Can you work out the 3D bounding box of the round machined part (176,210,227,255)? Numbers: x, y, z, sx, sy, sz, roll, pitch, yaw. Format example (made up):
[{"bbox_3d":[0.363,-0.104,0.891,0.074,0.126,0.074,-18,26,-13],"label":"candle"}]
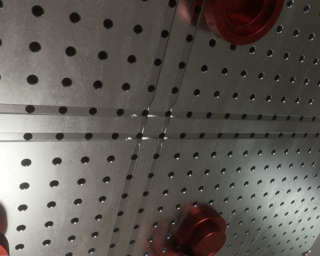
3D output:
[{"bbox_3d":[0.083,0.203,0.574,0.099,0.042,0.097,-14,124,-21],"label":"round machined part"}]

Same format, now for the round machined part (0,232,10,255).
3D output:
[{"bbox_3d":[-0.233,0.150,0.366,0.099,0.042,0.097,-14,125,-21],"label":"round machined part"}]

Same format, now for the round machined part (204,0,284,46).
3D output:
[{"bbox_3d":[0.093,-0.150,0.360,0.099,0.042,0.097,-14,124,-21],"label":"round machined part"}]
